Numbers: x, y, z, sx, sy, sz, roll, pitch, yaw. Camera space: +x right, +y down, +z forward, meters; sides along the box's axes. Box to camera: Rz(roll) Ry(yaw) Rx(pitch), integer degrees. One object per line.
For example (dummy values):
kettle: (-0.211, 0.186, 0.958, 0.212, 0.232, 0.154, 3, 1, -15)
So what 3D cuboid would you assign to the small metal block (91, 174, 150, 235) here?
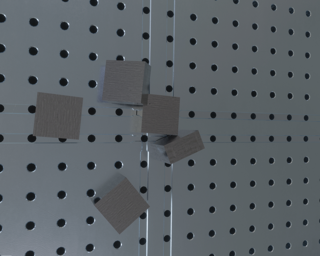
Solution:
small metal block: (-0.050, 0.096, 0.394, 0.050, 0.025, 0.050, -40, 103, -16)

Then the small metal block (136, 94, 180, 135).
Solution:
small metal block: (-0.003, -0.017, 0.411, 0.050, 0.025, 0.050, 4, 89, -20)

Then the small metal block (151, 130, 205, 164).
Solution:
small metal block: (0.022, 0.023, 0.407, 0.050, 0.050, 0.025, -23, 98, -18)

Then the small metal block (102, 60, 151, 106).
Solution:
small metal block: (-0.041, -0.056, 0.384, 0.050, 0.025, 0.050, 5, 88, 15)

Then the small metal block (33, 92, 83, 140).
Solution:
small metal block: (-0.121, -0.014, 0.368, 0.050, 0.025, 0.050, 6, 88, -20)
